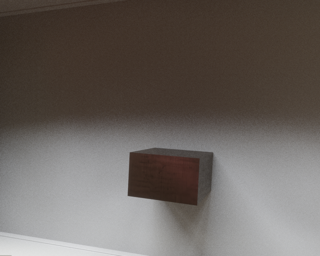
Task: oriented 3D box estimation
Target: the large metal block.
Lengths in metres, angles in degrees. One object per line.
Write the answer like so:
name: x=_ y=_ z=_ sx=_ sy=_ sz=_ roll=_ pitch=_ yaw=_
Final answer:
large metal block: x=0.016 y=0.054 z=0.375 sx=0.080 sy=0.080 sz=0.050 roll=3 pitch=91 yaw=19
